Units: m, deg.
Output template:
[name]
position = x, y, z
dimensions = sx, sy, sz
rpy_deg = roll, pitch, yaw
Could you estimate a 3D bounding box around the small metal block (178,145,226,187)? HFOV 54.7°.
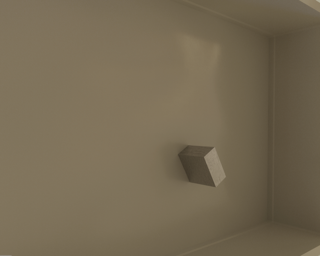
[small metal block]
position = 0.060, 0.054, 0.443
dimensions = 0.025, 0.050, 0.050
rpy_deg = -37, 113, -34
